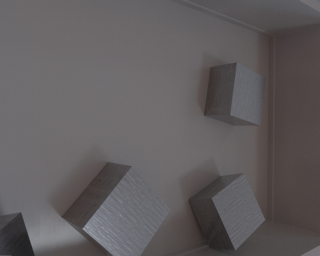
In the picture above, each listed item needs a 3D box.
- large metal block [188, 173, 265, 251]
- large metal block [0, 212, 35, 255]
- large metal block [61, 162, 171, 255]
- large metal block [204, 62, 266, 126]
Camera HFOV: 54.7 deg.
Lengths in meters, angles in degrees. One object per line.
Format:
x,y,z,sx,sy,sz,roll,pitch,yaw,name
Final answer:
0.102,0.124,0.467,0.081,0.050,0.080,-26,92,-37,large metal block
-0.142,0.125,0.244,0.080,0.050,0.079,-70,148,-79,large metal block
-0.047,0.097,0.353,0.080,0.050,0.080,-52,121,-27,large metal block
0.121,-0.050,0.495,0.081,0.050,0.080,14,81,-39,large metal block
